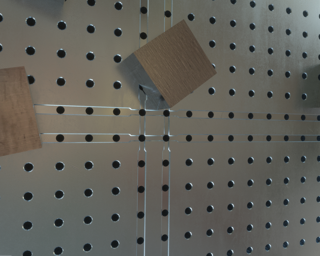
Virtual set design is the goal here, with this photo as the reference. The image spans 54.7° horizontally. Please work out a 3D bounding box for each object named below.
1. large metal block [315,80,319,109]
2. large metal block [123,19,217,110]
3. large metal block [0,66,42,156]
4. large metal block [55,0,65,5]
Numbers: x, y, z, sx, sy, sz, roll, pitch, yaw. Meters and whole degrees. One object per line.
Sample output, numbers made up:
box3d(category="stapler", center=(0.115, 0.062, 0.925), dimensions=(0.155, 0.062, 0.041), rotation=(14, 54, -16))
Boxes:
box3d(category="large metal block", center=(0.317, -0.064, 0.519), dimensions=(0.081, 0.050, 0.080), rotation=(14, 85, -20))
box3d(category="large metal block", center=(0.013, -0.080, 0.405), dimensions=(0.080, 0.050, 0.080), rotation=(-38, 103, -16))
box3d(category="large metal block", center=(-0.158, -0.015, 0.325), dimensions=(0.050, 0.080, 0.079), rotation=(-12, 95, -20))
box3d(category="large metal block", center=(-0.132, -0.189, 0.335), dimensions=(0.080, 0.080, 0.050), rotation=(22, 83, -19))
